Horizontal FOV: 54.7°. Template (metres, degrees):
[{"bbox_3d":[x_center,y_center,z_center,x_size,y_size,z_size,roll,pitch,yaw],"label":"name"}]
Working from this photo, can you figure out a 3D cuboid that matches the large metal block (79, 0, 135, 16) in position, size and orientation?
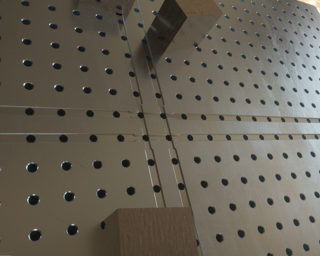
[{"bbox_3d":[-0.084,-0.235,0.492,0.081,0.050,0.080,5,59,-26],"label":"large metal block"}]

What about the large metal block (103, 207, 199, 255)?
[{"bbox_3d":[-0.009,0.126,0.311,0.081,0.050,0.080,6,59,-26],"label":"large metal block"}]

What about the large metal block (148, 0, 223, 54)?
[{"bbox_3d":[0.040,-0.171,0.501,0.081,0.080,0.050,-21,74,-36],"label":"large metal block"}]
